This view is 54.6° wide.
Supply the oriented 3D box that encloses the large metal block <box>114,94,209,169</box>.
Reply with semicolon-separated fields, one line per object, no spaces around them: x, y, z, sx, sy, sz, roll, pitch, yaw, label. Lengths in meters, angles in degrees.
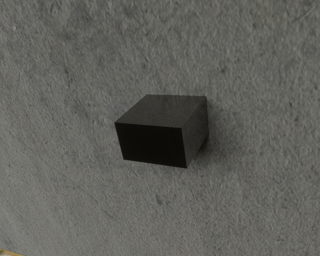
0.006;0.000;0.368;0.080;0.080;0.050;5;121;26;large metal block
